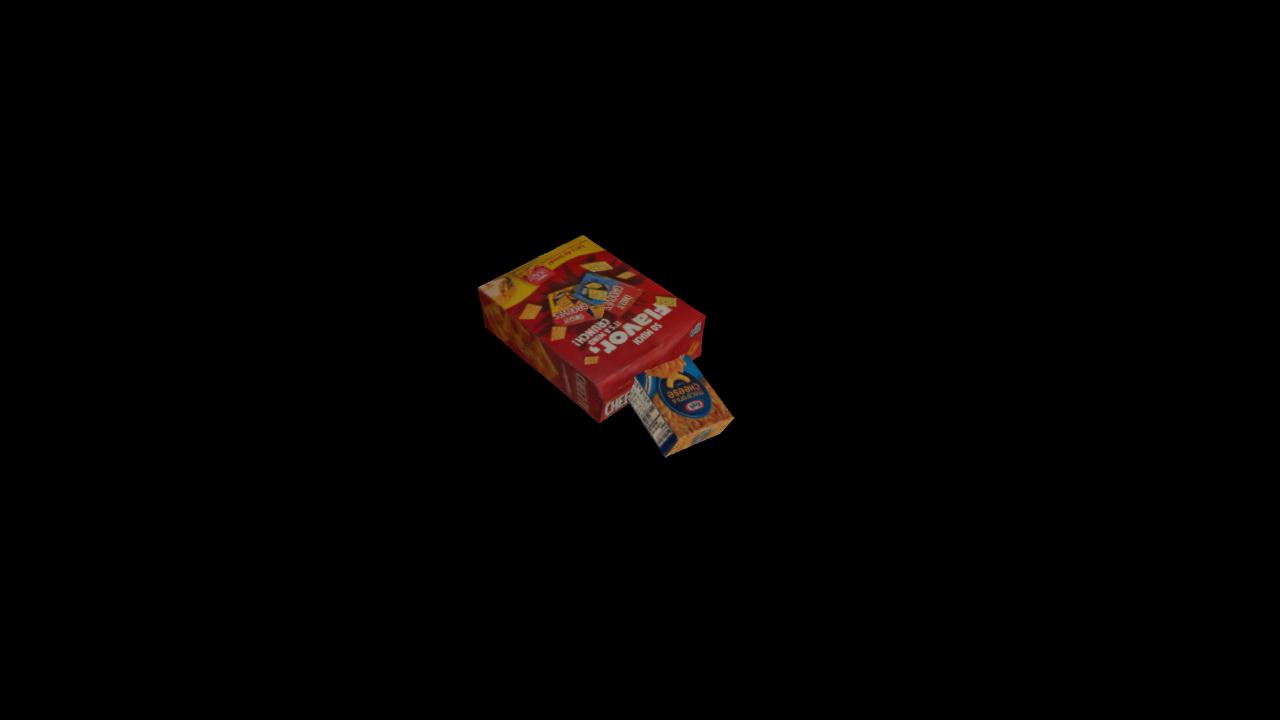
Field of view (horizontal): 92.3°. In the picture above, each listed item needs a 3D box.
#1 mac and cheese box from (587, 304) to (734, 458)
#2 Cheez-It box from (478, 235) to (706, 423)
[{"bbox_3d":[0.016,0.012,0.686,0.093,0.184,0.041,-14,-29,-43],"label":"mac and cheese box"},{"bbox_3d":[-0.058,-0.047,0.723,0.166,0.071,0.223,-34,54,-30],"label":"Cheez-It box"}]
